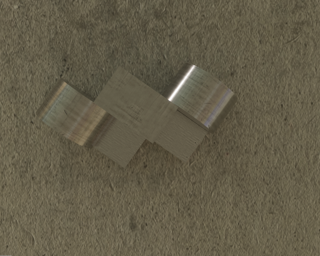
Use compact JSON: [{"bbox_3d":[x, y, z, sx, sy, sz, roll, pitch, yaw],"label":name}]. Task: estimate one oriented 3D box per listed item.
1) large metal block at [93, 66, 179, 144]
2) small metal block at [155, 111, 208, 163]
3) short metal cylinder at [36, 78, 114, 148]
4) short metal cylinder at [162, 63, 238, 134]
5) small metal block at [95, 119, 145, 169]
[{"bbox_3d":[-0.027,-0.026,0.384,0.080,0.080,0.050,35,90,-1],"label":"large metal block"},{"bbox_3d":[0.027,0.011,0.412,0.050,0.025,0.050,35,90,0],"label":"small metal block"},{"bbox_3d":[-0.102,-0.018,0.383,0.080,0.080,0.050,35,90,0],"label":"short metal cylinder"},{"bbox_3d":[0.048,-0.036,0.384,0.080,0.080,0.050,35,90,0],"label":"short metal cylinder"},{"bbox_3d":[-0.052,0.017,0.411,0.050,0.025,0.050,35,90,0],"label":"small metal block"}]
